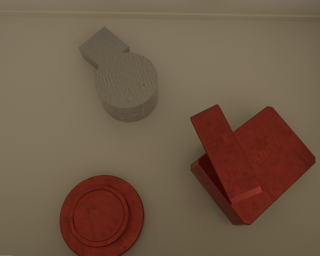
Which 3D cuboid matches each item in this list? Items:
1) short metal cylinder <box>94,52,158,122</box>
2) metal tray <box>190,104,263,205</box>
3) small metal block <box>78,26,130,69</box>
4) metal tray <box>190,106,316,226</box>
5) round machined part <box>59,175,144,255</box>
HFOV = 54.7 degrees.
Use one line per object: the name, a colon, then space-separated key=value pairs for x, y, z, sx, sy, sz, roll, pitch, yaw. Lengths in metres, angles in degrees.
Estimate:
short metal cylinder: x=-0.043 y=-0.054 z=0.415 sx=0.081 sy=0.050 sz=0.080 roll=0 pitch=70 yaw=0
metal tray: x=0.076 y=0.035 z=0.340 sx=0.030 sy=0.130 sz=0.090 roll=-27 pitch=72 yaw=9
small metal block: x=-0.079 y=-0.110 z=0.449 sx=0.050 sy=0.025 sz=0.050 roll=41 pitch=75 yaw=13
metal tray: x=0.114 y=0.043 z=0.376 sx=0.131 sy=0.030 sz=0.090 roll=-34 pitch=81 yaw=-21
round machined part: x=-0.068 y=0.103 z=0.362 sx=0.099 sy=0.042 sz=0.098 roll=0 pitch=70 yaw=-1
